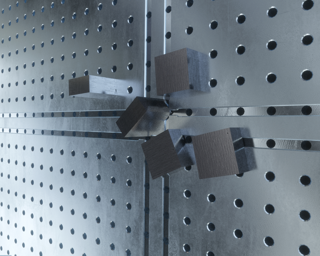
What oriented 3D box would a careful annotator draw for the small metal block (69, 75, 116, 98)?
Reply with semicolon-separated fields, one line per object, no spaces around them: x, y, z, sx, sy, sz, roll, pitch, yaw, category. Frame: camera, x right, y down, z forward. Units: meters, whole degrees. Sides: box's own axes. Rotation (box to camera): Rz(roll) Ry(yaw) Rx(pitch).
-0.104;-0.062;0.476;0.050;0.050;0.025;-3;88;39;small metal block

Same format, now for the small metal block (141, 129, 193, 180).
0.008;0.034;0.401;0.050;0.025;0.050;-30;71;35;small metal block

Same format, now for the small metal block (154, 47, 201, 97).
0.022;-0.068;0.390;0.050;0.025;0.050;-7;86;39;small metal block

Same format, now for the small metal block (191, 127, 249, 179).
0.068;0.029;0.352;0.050;0.025;0.050;-16;80;38;small metal block

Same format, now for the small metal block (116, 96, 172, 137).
-0.021;-0.014;0.409;0.050;0.050;0.025;-48;62;29;small metal block
